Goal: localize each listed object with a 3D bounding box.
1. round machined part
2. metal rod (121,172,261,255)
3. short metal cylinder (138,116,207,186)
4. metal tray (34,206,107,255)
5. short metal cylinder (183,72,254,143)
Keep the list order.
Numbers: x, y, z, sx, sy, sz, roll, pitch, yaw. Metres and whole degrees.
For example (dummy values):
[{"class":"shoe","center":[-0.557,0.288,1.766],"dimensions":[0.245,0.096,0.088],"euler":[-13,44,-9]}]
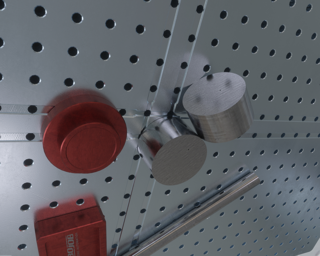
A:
[{"class":"round machined part","center":[-0.085,0.014,0.363],"dimensions":[0.099,0.042,0.097],"euler":[-14,124,-21]},{"class":"metal rod","center":[0.045,0.165,0.537],"dimensions":[0.301,0.025,0.025],"euler":[-30,129,-9]},{"class":"short metal cylinder","center":[0.016,0.031,0.422],"dimensions":[0.081,0.050,0.079],"euler":[-13,124,-20]},{"class":"metal tray","center":[-0.126,0.182,0.451],"dimensions":[0.091,0.030,0.129],"euler":[-10,123,-23]},{"class":"short metal cylinder","center":[0.076,-0.027,0.400],"dimensions":[0.080,0.080,0.050],"euler":[-34,129,-6]}]
